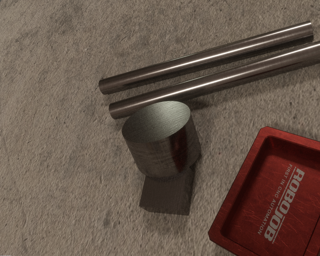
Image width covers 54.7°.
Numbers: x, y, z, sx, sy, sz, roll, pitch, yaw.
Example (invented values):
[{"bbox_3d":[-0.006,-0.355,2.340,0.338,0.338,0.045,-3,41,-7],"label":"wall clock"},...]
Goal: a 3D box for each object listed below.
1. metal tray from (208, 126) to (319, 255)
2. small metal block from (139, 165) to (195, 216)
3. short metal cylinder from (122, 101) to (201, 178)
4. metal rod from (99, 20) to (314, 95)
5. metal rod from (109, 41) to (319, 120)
[{"bbox_3d":[0.116,0.070,0.296,0.090,0.030,0.130,21,72,35],"label":"metal tray"},{"bbox_3d":[0.009,0.070,0.355,0.050,0.025,0.050,-2,61,26],"label":"small metal block"},{"bbox_3d":[0.003,0.011,0.360,0.080,0.050,0.080,-14,32,9],"label":"short metal cylinder"},{"bbox_3d":[0.048,-0.092,0.433,0.301,0.025,0.025,-11,57,21],"label":"metal rod"},{"bbox_3d":[0.070,-0.059,0.402,0.301,0.025,0.025,-14,56,19],"label":"metal rod"}]
